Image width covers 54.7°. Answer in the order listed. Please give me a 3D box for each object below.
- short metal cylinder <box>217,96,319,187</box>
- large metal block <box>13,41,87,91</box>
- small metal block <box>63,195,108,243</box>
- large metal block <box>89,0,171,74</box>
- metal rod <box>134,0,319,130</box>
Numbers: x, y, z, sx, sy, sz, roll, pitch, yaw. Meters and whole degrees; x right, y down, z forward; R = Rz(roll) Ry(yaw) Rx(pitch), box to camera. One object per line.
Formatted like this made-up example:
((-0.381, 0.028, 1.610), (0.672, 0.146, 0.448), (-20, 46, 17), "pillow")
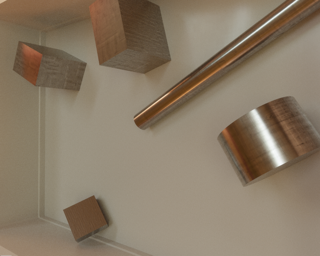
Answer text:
((0.101, 0.014, 0.287), (0.080, 0.081, 0.050), (-39, 67, 33), "short metal cylinder")
((-0.185, -0.103, 0.520), (0.080, 0.081, 0.050), (31, 109, 35), "large metal block")
((-0.114, 0.140, 0.479), (0.050, 0.050, 0.025), (59, 162, 23), "small metal block")
((-0.037, -0.121, 0.400), (0.050, 0.081, 0.080), (-19, 78, 38), "large metal block")
((0.076, -0.078, 0.342), (0.299, 0.025, 0.025), (-34, 69, 34), "metal rod")
